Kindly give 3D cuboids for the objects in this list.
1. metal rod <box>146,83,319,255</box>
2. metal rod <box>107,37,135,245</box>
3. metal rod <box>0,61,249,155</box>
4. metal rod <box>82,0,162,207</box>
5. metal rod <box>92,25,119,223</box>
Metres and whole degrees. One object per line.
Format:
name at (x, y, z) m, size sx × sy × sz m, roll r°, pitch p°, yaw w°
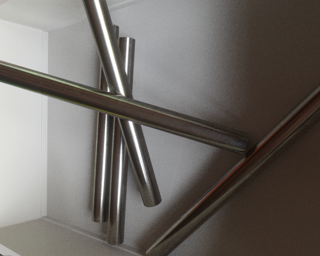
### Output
metal rod at (0.075, 0.066, 0.344) m, size 0.298 × 0.025 × 0.025 m, roll -51°, pitch 60°, yaw 27°
metal rod at (-0.057, 0.021, 0.454) m, size 0.025 × 0.025 × 0.298 m, roll 6°, pitch 94°, yaw 40°
metal rod at (-0.052, -0.026, 0.350) m, size 0.301 × 0.025 × 0.025 m, roll 17°, pitch 103°, yaw 6°
metal rod at (-0.046, -0.038, 0.373) m, size 0.025 × 0.025 × 0.298 m, roll 1°, pitch 113°, yaw 40°
metal rod at (-0.084, -0.005, 0.476) m, size 0.025 × 0.025 × 0.298 m, roll 6°, pitch 94°, yaw 40°
